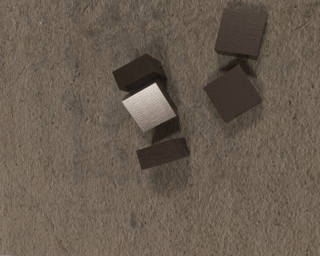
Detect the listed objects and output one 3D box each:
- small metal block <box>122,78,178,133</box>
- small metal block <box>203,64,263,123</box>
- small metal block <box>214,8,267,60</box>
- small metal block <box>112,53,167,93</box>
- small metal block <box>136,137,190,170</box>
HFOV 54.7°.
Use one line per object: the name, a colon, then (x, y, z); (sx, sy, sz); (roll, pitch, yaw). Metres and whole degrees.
small metal block: (-0.012, -0.030, 0.402); (0.050, 0.025, 0.050); (-27, 110, 17)
small metal block: (0.089, -0.041, 0.377); (0.050, 0.025, 0.050); (-33, 80, 16)
small metal block: (0.098, -0.113, 0.374); (0.050, 0.025, 0.050); (14, 95, 19)
small metal block: (-0.025, -0.069, 0.403); (0.050, 0.050, 0.025); (-25, 81, 18)
small metal block: (0.005, 0.032, 0.393); (0.050, 0.050, 0.025); (-18, 84, 19)
